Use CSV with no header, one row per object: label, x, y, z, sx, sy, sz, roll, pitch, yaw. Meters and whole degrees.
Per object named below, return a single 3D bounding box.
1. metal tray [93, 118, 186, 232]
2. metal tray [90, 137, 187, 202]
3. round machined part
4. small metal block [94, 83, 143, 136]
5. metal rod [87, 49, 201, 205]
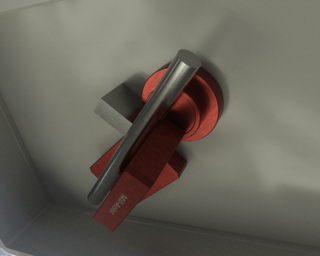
metal tray,-0.026,0.057,0.363,0.030,0.090,0.129,36,135,1
metal tray,-0.036,0.057,0.456,0.090,0.030,0.129,46,129,-5
round machined part,0.022,-0.025,0.367,0.098,0.042,0.097,13,124,20
small metal block,-0.047,-0.024,0.399,0.050,0.050,0.025,39,129,1
metal rod,-0.037,0.023,0.389,0.025,0.025,0.298,38,133,2
